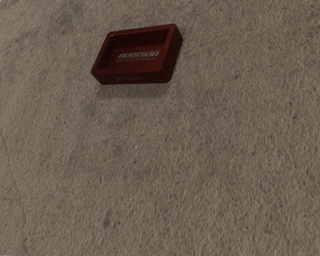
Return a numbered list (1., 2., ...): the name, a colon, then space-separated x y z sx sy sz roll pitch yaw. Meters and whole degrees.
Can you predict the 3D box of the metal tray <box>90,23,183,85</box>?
1. metal tray: -0.037 -0.114 0.488 0.130 0.030 0.090 3 63 29
